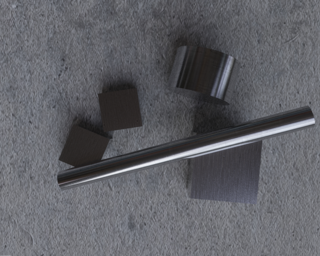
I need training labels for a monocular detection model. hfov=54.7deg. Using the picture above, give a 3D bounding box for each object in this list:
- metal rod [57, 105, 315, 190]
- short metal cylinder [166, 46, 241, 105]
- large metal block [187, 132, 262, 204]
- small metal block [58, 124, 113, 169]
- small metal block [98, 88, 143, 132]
[{"bbox_3d":[0.021,0.026,0.364,0.301,0.025,0.025,-15,90,9],"label":"metal rod"},{"bbox_3d":[0.053,-0.063,0.383,0.080,0.080,0.050,16,90,-1],"label":"short metal cylinder"},{"bbox_3d":[0.080,0.049,0.399,0.081,0.050,0.079,5,90,-1],"label":"large metal block"},{"bbox_3d":[-0.097,0.028,0.409,0.050,0.025,0.050,23,90,-1],"label":"small metal block"},{"bbox_3d":[-0.051,-0.023,0.409,0.050,0.025,0.050,-9,90,-1],"label":"small metal block"}]
